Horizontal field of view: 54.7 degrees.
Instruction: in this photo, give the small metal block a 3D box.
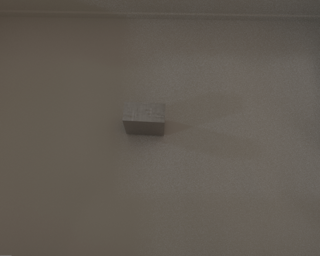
[{"bbox_3d":[-0.019,-0.011,0.396,0.050,0.050,0.025,3,70,1],"label":"small metal block"}]
